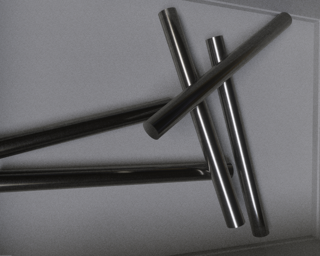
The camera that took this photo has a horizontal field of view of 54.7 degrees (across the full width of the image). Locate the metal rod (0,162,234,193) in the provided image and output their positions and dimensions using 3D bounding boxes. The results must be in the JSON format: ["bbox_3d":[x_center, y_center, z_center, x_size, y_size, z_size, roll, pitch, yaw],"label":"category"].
[{"bbox_3d":[-0.042,0.061,0.395,0.303,0.025,0.025,0,90,-21],"label":"metal rod"}]

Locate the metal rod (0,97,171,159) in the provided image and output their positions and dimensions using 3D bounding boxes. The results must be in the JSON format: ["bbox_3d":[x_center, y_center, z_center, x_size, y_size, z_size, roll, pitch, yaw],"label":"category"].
[{"bbox_3d":[-0.124,0.007,0.365,0.302,0.025,0.025,-15,95,-20],"label":"metal rod"}]

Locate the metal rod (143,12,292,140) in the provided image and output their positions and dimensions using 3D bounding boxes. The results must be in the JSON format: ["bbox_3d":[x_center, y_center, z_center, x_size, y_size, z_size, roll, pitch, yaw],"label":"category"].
[{"bbox_3d":[0.092,-0.083,0.416,0.302,0.025,0.025,-40,103,-27],"label":"metal rod"}]

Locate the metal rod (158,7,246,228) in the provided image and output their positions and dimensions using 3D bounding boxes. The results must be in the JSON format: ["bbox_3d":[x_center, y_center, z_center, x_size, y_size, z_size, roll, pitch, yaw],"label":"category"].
[{"bbox_3d":[0.056,-0.014,0.414,0.025,0.025,0.298,-18,90,-20],"label":"metal rod"}]

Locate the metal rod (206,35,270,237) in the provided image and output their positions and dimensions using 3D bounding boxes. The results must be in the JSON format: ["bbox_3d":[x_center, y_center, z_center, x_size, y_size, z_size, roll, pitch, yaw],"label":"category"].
[{"bbox_3d":[0.115,0.016,0.454,0.025,0.025,0.298,-17,96,-20],"label":"metal rod"}]
